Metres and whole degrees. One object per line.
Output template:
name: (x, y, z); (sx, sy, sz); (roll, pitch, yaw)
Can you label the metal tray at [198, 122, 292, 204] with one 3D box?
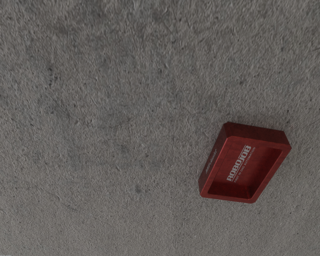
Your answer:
metal tray: (0.117, 0.055, 0.451); (0.091, 0.030, 0.129); (9, 130, -8)
